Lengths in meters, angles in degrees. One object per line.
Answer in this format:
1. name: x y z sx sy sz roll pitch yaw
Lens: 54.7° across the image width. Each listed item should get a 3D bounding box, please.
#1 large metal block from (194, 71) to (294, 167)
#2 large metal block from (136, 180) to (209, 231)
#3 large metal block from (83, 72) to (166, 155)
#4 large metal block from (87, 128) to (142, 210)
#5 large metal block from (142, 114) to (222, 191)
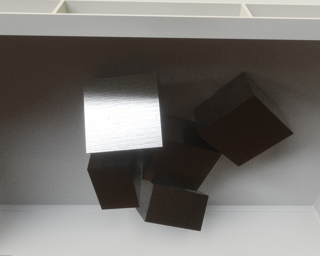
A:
1. large metal block: 0.101 -0.009 0.385 0.080 0.050 0.080 36 121 -27
2. large metal block: 0.014 0.108 0.455 0.081 0.080 0.050 14 86 -14
3. large metal block: -0.038 -0.013 0.352 0.080 0.080 0.050 -5 172 5
4. large metal block: -0.056 0.051 0.414 0.050 0.080 0.080 -4 130 3
5. large metal block: 0.027 0.035 0.422 0.081 0.050 0.079 15 129 -13
